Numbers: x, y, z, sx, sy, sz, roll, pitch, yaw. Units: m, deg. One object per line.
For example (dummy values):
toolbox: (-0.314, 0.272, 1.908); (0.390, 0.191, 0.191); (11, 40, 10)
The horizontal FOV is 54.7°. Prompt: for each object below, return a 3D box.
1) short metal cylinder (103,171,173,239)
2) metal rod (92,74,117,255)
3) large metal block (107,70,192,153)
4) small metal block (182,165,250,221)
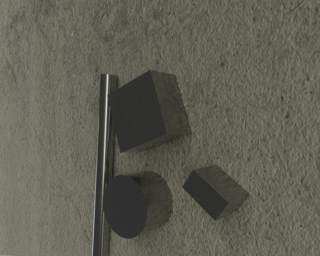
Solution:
short metal cylinder: (-0.030, 0.099, 0.412); (0.080, 0.050, 0.079); (0, 90, 39)
metal rod: (-0.085, 0.069, 0.472); (0.025, 0.025, 0.298); (5, 93, 39)
large metal block: (-0.015, -0.018, 0.399); (0.080, 0.050, 0.080); (-24, 75, 37)
small metal block: (0.061, 0.068, 0.337); (0.050, 0.050, 0.025); (43, 116, 31)
